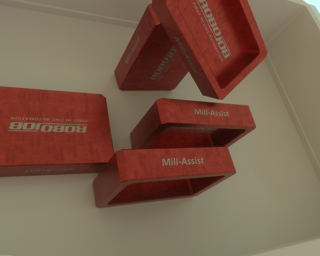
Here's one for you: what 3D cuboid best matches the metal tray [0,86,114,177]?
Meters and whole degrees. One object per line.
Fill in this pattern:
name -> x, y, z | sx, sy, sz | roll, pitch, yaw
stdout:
metal tray -> -0.121, 0.004, 0.336 | 0.131, 0.030, 0.090 | 2, 61, -28

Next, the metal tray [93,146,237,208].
metal tray -> 0.004, 0.053, 0.334 | 0.131, 0.090, 0.030 | 0, 62, -28

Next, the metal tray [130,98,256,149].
metal tray -> 0.040, 0.003, 0.384 | 0.131, 0.090, 0.030 | 2, 61, -28

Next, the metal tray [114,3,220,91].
metal tray -> 0.005, -0.097, 0.401 | 0.091, 0.129, 0.030 | -4, 64, -31

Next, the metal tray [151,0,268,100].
metal tray -> 0.061, -0.108, 0.343 | 0.090, 0.030, 0.130 | -44, 122, -13
